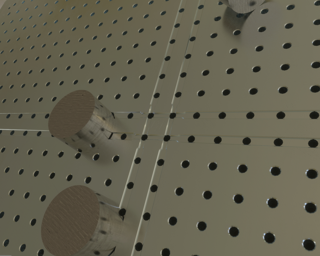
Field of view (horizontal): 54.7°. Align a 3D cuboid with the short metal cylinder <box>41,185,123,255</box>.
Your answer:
[{"bbox_3d":[-0.092,0.115,0.370,0.080,0.050,0.080,-13,56,21],"label":"short metal cylinder"}]

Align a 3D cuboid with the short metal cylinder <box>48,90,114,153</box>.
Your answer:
[{"bbox_3d":[-0.116,-0.009,0.459,0.080,0.050,0.080,-13,56,21],"label":"short metal cylinder"}]

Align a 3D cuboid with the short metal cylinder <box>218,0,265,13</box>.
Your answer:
[{"bbox_3d":[0.117,-0.213,0.442,0.080,0.080,0.050,-37,51,3],"label":"short metal cylinder"}]
